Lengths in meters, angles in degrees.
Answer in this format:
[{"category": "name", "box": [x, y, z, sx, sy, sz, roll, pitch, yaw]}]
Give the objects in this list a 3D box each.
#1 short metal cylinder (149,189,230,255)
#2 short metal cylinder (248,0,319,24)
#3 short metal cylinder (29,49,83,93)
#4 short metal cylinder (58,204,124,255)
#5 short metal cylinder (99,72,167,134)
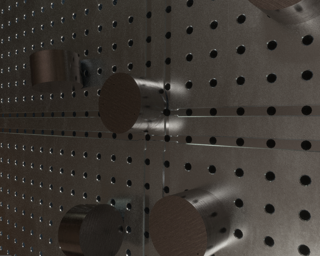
[{"category": "short metal cylinder", "box": [0.034, 0.115, 0.364, 0.080, 0.050, 0.079, 0, 90, 39]}, {"category": "short metal cylinder", "box": [0.124, -0.144, 0.290, 0.080, 0.050, 0.079, 0, 90, 39]}, {"category": "short metal cylinder", "box": [-0.170, -0.091, 0.511, 0.080, 0.081, 0.050, -11, 83, 39]}, {"category": "short metal cylinder", "box": [-0.099, 0.152, 0.453, 0.050, 0.081, 0.080, -12, 83, 39]}, {"category": "short metal cylinder", "box": [-0.038, -0.033, 0.422, 0.080, 0.050, 0.079, 0, 90, 39]}]
